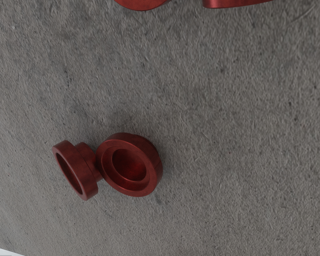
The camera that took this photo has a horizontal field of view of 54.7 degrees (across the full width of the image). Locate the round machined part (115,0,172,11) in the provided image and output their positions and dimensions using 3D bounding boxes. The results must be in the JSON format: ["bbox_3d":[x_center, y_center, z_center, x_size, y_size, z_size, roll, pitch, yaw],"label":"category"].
[{"bbox_3d":[-0.014,-0.168,0.298,0.098,0.042,0.097,14,125,22],"label":"round machined part"}]

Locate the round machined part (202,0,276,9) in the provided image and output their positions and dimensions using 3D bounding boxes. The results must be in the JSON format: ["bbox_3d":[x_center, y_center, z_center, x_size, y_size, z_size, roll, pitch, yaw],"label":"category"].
[{"bbox_3d":[0.066,-0.124,0.248,0.098,0.098,0.042,4,120,26],"label":"round machined part"}]

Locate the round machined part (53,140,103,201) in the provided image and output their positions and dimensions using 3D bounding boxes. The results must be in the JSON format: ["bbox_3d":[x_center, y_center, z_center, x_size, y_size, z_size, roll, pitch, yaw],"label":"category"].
[{"bbox_3d":[-0.123,0.060,0.482,0.098,0.042,0.097,39,147,32],"label":"round machined part"}]

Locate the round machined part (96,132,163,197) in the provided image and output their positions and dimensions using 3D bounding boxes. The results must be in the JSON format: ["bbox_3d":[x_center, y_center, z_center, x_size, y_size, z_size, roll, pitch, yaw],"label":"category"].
[{"bbox_3d":[-0.040,0.048,0.447,0.098,0.042,0.097,13,124,21],"label":"round machined part"}]
